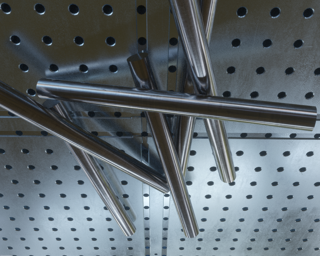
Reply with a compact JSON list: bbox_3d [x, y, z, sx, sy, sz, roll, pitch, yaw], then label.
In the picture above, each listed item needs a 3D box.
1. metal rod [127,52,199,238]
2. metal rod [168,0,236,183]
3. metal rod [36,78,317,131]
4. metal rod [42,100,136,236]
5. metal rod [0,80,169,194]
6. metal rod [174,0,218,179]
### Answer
[{"bbox_3d":[0.013,0.044,0.421,0.025,0.025,0.299,-12,121,9],"label":"metal rod"},{"bbox_3d":[0.061,-0.022,0.368,0.025,0.025,0.299,-13,137,11],"label":"metal rod"},{"bbox_3d":[0.005,-0.028,0.338,0.301,0.025,0.025,8,131,13],"label":"metal rod"},{"bbox_3d":[-0.095,0.078,0.476,0.025,0.025,0.299,-12,129,10],"label":"metal rod"},{"bbox_3d":[-0.090,0.021,0.403,0.025,0.025,0.301,-35,130,26],"label":"metal rod"},{"bbox_3d":[0.036,-0.033,0.383,0.025,0.025,0.298,3,130,-3],"label":"metal rod"}]
